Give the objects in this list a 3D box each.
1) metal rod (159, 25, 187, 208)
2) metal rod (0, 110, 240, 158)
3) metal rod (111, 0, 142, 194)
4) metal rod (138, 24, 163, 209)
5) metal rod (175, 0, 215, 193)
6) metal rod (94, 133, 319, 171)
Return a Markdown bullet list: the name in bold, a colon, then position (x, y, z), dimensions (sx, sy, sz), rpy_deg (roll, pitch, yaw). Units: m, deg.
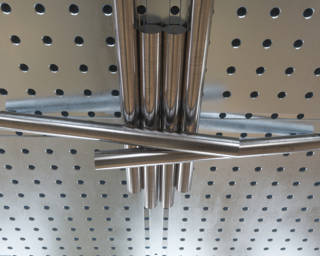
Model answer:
- **metal rod**: position (0.013, 0.010, 0.422), dimensions (0.025, 0.025, 0.298), rpy_deg (1, 130, -1)
- **metal rod**: position (-0.056, 0.007, 0.386), dimensions (0.301, 0.025, 0.025), rpy_deg (7, 131, 6)
- **metal rod**: position (-0.037, -0.020, 0.393), dimensions (0.025, 0.025, 0.298), rpy_deg (1, 130, -1)
- **metal rod**: position (-0.013, 0.011, 0.419), dimensions (0.025, 0.025, 0.298), rpy_deg (1, 130, -1)
- **metal rod**: position (0.039, -0.021, 0.392), dimensions (0.025, 0.025, 0.298), rpy_deg (1, 130, -1)
- **metal rod**: position (0.068, 0.030, 0.411), dimensions (0.302, 0.025, 0.025), rpy_deg (-4, 131, -8)
